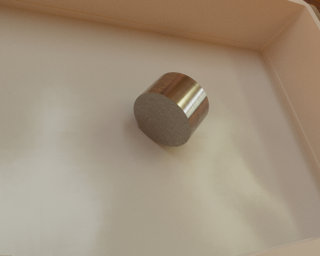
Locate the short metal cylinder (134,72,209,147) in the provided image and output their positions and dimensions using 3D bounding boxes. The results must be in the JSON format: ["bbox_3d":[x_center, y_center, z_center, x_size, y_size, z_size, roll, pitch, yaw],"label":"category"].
[{"bbox_3d":[0.014,-0.023,0.390,0.080,0.080,0.050,41,51,-1],"label":"short metal cylinder"}]
